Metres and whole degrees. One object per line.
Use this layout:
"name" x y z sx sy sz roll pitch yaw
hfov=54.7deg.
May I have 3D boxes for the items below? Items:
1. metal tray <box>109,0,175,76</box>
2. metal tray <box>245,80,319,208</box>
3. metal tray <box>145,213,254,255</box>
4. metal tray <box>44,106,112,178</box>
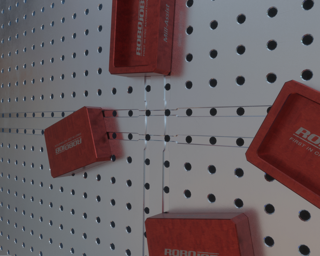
"metal tray" -0.026 -0.138 0.425 0.090 0.030 0.129 6 94 39
"metal tray" 0.155 0.024 0.277 0.130 0.030 0.089 36 112 33
"metal tray" 0.044 0.150 0.368 0.130 0.030 0.089 -13 82 39
"metal tray" -0.142 0.026 0.520 0.130 0.030 0.090 -22 76 37
